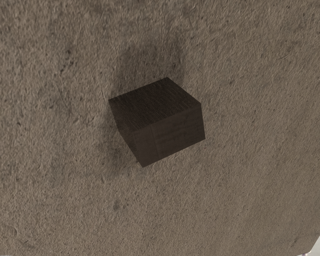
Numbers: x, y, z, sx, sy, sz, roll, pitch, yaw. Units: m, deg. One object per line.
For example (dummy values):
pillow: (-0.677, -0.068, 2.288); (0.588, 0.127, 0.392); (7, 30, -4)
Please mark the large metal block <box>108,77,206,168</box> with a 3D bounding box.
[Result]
large metal block: (-0.005, -0.010, 0.364); (0.081, 0.080, 0.050); (-23, 127, -15)
